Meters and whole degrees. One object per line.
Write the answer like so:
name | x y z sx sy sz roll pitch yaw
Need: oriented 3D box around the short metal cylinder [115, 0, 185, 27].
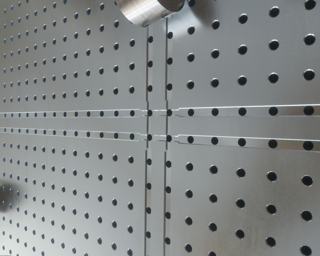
short metal cylinder | -0.013 -0.173 0.384 0.050 0.081 0.080 -13 82 39
